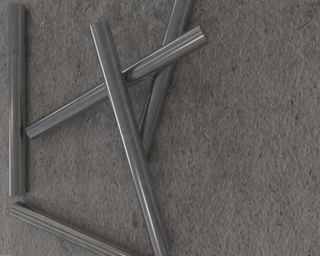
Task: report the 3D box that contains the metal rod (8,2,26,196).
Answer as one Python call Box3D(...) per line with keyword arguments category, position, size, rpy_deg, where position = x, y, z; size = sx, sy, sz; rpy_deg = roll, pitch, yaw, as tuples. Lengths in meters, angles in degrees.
Box3D(category="metal rod", position=(-0.225, -0.044, 0.488), size=(0.025, 0.025, 0.298), rpy_deg=(0, 90, 20))

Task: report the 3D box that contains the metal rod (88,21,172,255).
Box3D(category="metal rod", position=(-0.035, 0.019, 0.390), size=(0.025, 0.025, 0.298), rpy_deg=(-12, 98, 19))

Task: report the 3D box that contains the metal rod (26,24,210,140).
Box3D(category="metal rod", position=(-0.072, -0.051, 0.416), size=(0.300, 0.025, 0.025), rpy_deg=(-25, 82, 24))

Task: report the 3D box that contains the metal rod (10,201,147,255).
Box3D(category="metal rod", position=(-0.090, 0.166, 0.440), size=(0.301, 0.025, 0.025), rpy_deg=(16, 95, 19))

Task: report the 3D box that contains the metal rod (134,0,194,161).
Box3D(category="metal rod", position=(0.010, -0.094, 0.405), size=(0.025, 0.025, 0.298), rpy_deg=(18, 96, 19))
